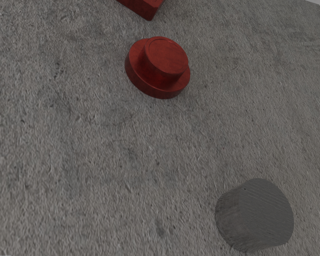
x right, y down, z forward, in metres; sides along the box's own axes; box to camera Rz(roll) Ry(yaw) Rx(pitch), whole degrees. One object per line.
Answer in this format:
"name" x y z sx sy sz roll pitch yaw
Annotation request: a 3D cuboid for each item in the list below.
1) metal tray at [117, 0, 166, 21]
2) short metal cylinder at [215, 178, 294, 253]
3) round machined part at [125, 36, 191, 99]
"metal tray" -0.027 -0.252 0.539 0.090 0.030 0.130 31 52 -8
"short metal cylinder" 0.116 0.108 0.384 0.081 0.050 0.080 14 56 -21
"round machined part" 0.002 -0.094 0.451 0.099 0.042 0.098 14 56 -21
